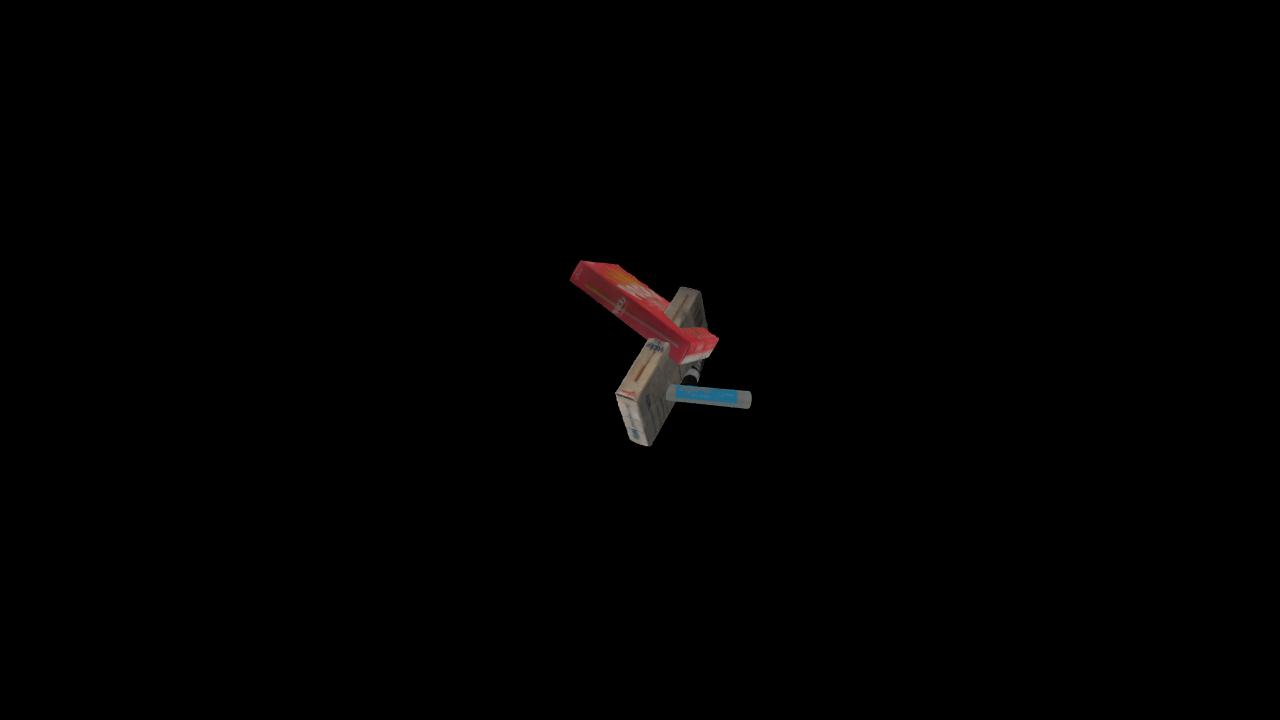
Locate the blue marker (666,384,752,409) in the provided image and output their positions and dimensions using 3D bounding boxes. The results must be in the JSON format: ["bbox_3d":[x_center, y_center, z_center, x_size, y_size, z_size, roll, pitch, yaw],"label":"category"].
[{"bbox_3d":[0.054,0.036,0.633,0.121,0.020,0.020,6,-1,-7],"label":"blue marker"}]

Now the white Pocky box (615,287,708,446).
[{"bbox_3d":[0.028,0.005,0.638,0.028,0.154,0.084,16,-34,24],"label":"white Pocky box"}]

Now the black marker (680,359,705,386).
[{"bbox_3d":[0.060,0.010,0.686,0.020,0.020,0.121,0,24,13],"label":"black marker"}]

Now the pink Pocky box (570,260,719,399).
[{"bbox_3d":[0.006,-0.053,0.657,0.155,0.029,0.084,38,20,18],"label":"pink Pocky box"}]
